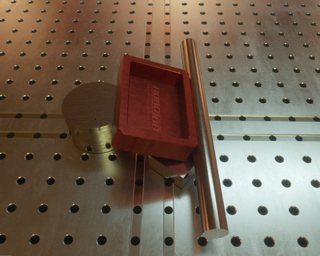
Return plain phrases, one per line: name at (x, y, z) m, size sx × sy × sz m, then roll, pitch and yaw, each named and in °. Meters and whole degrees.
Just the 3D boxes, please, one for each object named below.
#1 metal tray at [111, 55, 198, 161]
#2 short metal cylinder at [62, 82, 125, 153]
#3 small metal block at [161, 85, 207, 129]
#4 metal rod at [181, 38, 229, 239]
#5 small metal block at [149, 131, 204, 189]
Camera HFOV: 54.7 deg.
metal tray at (-0.007, -0.028, 0.376) m, size 0.091 × 0.030 × 0.130 m, roll 12°, pitch 48°, yaw -16°
short metal cylinder at (-0.080, -0.014, 0.401) m, size 0.081 × 0.050 × 0.080 m, roll 0°, pitch 50°, yaw 0°
small metal block at (0.032, -0.030, 0.434) m, size 0.050 × 0.025 × 0.050 m, roll -12°, pitch 51°, yaw -10°
metal rod at (0.048, -0.015, 0.388) m, size 0.025 × 0.025 × 0.300 m, roll -1°, pitch 50°, yaw -1°
small metal block at (0.022, 0.037, 0.376) m, size 0.050 × 0.025 × 0.050 m, roll 32°, pitch 57°, yaw 23°
